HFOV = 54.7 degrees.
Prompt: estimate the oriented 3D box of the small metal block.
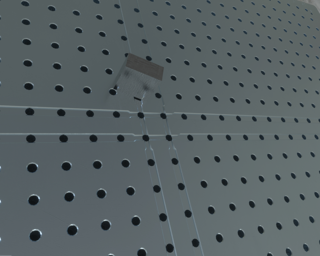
[{"bbox_3d":[-0.029,-0.067,0.419,0.050,0.050,0.025,20,54,-17],"label":"small metal block"}]
